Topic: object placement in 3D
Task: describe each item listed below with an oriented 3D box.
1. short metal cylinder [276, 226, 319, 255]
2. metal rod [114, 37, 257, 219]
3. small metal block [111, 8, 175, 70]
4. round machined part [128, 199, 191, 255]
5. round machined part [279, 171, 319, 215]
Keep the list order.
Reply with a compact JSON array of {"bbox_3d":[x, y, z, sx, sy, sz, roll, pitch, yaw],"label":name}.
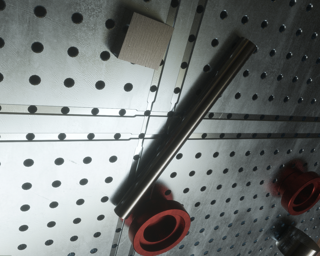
[{"bbox_3d":[0.320,0.275,0.720,0.080,0.080,0.050,20,108,-36],"label":"short metal cylinder"},{"bbox_3d":[0.030,0.007,0.431,0.025,0.025,0.299,28,103,-38],"label":"metal rod"},{"bbox_3d":[-0.019,-0.097,0.341,0.050,0.025,0.050,10,113,-33],"label":"small metal block"},{"bbox_3d":[-0.004,0.152,0.492,0.099,0.042,0.097,-14,124,-21],"label":"round machined part"},{"bbox_3d":[0.287,0.128,0.636,0.099,0.042,0.097,-14,124,-21],"label":"round machined part"}]
